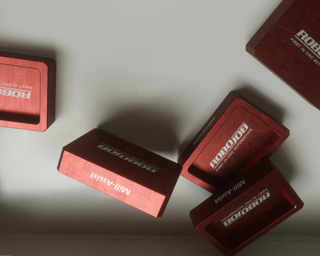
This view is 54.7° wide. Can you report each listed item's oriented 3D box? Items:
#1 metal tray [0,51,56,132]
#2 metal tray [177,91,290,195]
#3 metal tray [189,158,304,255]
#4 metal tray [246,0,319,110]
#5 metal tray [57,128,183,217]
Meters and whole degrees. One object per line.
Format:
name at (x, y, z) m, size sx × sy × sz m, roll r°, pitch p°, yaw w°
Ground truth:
metal tray at (-0.202, -0.049, 0.388) m, size 0.131 × 0.030 × 0.089 m, roll 7°, pitch 110°, yaw -3°
metal tray at (0.096, 0.028, 0.419) m, size 0.090 × 0.030 × 0.129 m, roll 32°, pitch 107°, yaw -11°
metal tray at (0.118, 0.111, 0.421) m, size 0.130 × 0.030 × 0.090 m, roll -39°, pitch 119°, yaw 8°
metal tray at (0.181, -0.090, 0.370) m, size 0.130 × 0.030 × 0.090 m, roll 33°, pitch 107°, yaw -18°
metal tray at (-0.044, 0.049, 0.378) m, size 0.130 × 0.090 × 0.030 m, roll 23°, pitch 109°, yaw 6°
